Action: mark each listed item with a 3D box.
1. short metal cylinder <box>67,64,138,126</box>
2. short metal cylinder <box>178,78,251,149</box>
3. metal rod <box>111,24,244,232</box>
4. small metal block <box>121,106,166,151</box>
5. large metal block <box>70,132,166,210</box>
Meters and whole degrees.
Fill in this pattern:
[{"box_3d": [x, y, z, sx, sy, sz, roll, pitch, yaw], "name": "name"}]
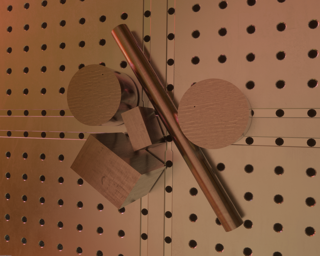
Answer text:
[{"box_3d": [-0.078, -0.043, 0.423, 0.080, 0.050, 0.079, 0, 90, 20], "name": "short metal cylinder"}, {"box_3d": [0.067, -0.016, 0.372, 0.080, 0.050, 0.079, 0, 90, 20], "name": "short metal cylinder"}, {"box_3d": [0.017, -0.008, 0.402, 0.025, 0.025, 0.299, -33, 80, 17], "name": "metal rod"}, {"box_3d": [-0.021, 0.001, 0.402, 0.025, 0.050, 0.050, -22, 83, 19], "name": "small metal block"}, {"box_3d": [-0.050, 0.049, 0.396, 0.080, 0.080, 0.050, 36, 102, 17], "name": "large metal block"}]
